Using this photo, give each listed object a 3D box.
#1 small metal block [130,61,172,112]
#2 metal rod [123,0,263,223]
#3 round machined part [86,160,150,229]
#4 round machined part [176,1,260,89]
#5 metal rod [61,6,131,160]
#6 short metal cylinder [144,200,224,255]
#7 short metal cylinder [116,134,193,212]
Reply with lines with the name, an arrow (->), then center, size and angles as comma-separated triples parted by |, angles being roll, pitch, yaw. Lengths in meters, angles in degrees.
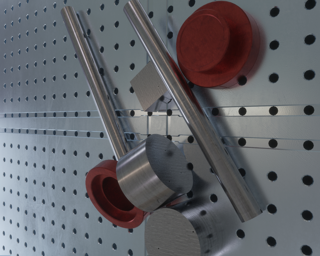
small metal block -> -0.007, -0.056, 0.415 | 0.050, 0.025, 0.050 | -40, 66, 33
metal rod -> 0.031, -0.033, 0.369 | 0.025, 0.025, 0.299 | -38, 71, 33
round machined part -> -0.051, 0.085, 0.425 | 0.098, 0.042, 0.097 | 17, 124, 27
round machined part -> 0.057, -0.094, 0.351 | 0.098, 0.042, 0.097 | 0, 90, 40
metal rod -> -0.104, -0.075, 0.495 | 0.025, 0.025, 0.299 | -37, 67, 34
short metal cylinder -> 0.028, 0.131, 0.370 | 0.080, 0.050, 0.080 | 0, 90, 40
short metal cylinder -> -0.006, 0.054, 0.375 | 0.050, 0.080, 0.080 | -37, 67, 27
